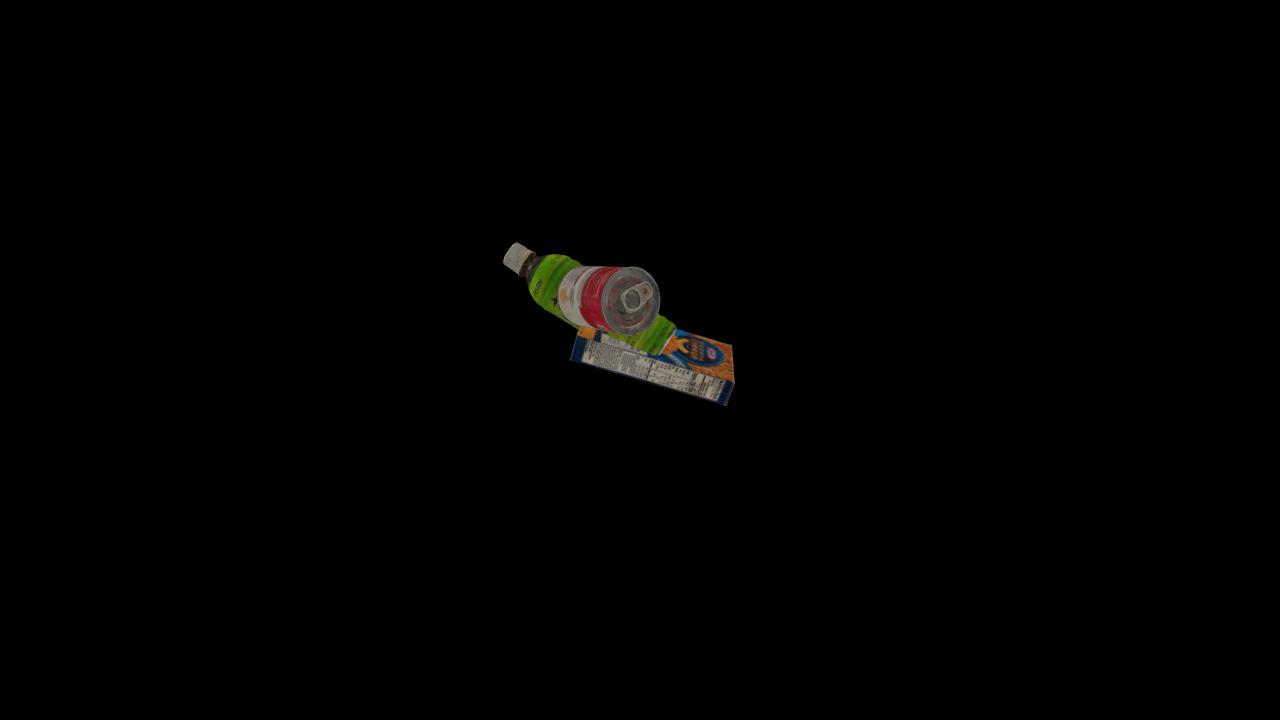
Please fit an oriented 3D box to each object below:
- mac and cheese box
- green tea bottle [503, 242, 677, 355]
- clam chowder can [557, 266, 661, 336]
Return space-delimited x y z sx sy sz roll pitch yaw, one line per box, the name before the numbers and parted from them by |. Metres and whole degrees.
mac and cheese box | 0.017 -0.009 0.718 0.184 0.041 0.093 16 28 -4
green tea bottle | -0.062 -0.066 0.711 0.212 0.073 0.073 31 2 3
clam chowder can | -0.035 -0.064 0.636 0.068 0.068 0.102 0 9 -34
